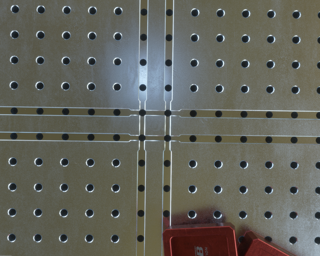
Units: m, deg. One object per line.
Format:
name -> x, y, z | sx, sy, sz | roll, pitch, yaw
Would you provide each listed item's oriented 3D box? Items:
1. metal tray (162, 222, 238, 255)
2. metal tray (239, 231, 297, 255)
metal tray -> 0.056, 0.190, 0.390 | 0.090, 0.030, 0.129 | -7, 80, 13
metal tray -> 0.157, 0.210, 0.413 | 0.130, 0.030, 0.090 | 29, 90, -1
